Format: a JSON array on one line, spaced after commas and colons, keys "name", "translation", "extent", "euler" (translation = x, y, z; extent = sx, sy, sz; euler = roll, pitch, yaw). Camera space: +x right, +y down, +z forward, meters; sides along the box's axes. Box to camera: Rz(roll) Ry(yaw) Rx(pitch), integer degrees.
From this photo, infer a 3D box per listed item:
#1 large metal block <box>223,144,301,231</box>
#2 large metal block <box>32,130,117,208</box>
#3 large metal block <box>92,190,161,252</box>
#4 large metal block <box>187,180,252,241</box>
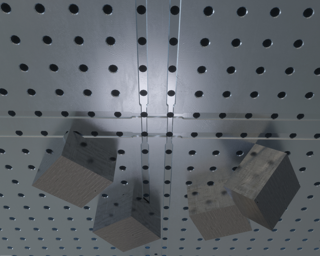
[{"name": "large metal block", "translation": [0.147, 0.083, 0.440], "extent": [0.080, 0.050, 0.080], "euler": [-48, 127, -18]}, {"name": "large metal block", "translation": [-0.121, 0.061, 0.446], "extent": [0.080, 0.050, 0.080], "euler": [34, 122, -26]}, {"name": "large metal block", "translation": [-0.055, 0.162, 0.532], "extent": [0.080, 0.050, 0.080], "euler": [-28, 125, 21]}, {"name": "large metal block", "translation": [0.098, 0.135, 0.511], "extent": [0.080, 0.050, 0.080], "euler": [-18, 128, 15]}]
